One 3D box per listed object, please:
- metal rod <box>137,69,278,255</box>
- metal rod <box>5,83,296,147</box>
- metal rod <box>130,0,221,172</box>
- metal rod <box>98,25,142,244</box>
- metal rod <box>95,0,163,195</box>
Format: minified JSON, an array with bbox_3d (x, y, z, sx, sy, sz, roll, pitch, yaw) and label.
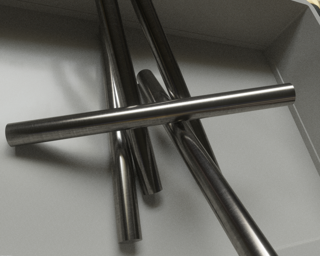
[{"bbox_3d":[0.029,0.016,0.331,0.025,0.025,0.300,3,35,-27],"label":"metal rod"},{"bbox_3d":[-0.006,-0.015,0.331,0.302,0.025,0.025,-9,64,-4],"label":"metal rod"},{"bbox_3d":[0.013,-0.071,0.392,0.025,0.025,0.299,-26,96,-37],"label":"metal rod"},{"bbox_3d":[-0.054,-0.015,0.385,0.025,0.025,0.299,4,60,-26],"label":"metal rod"},{"bbox_3d":[-0.044,-0.072,0.354,0.025,0.025,0.298,-15,92,-34],"label":"metal rod"}]
